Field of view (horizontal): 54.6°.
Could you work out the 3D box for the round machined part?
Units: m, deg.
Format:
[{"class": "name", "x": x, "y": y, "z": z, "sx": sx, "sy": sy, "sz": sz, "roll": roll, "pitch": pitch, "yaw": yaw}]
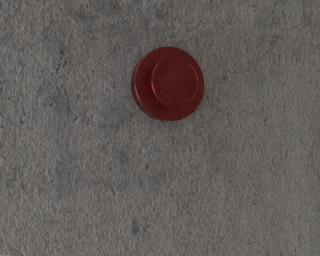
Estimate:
[{"class": "round machined part", "x": 0.015, "y": -0.058, "z": 0.405, "sx": 0.099, "sy": 0.042, "sz": 0.097, "roll": 0, "pitch": 90, "yaw": -20}]
